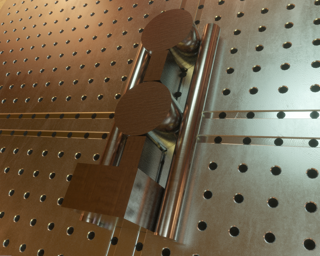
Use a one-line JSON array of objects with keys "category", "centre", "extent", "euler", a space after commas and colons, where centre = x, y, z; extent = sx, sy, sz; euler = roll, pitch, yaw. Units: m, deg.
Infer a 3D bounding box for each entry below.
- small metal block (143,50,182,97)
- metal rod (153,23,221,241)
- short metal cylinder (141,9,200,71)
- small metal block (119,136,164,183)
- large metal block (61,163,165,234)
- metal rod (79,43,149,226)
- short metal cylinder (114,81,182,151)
[{"category": "small metal block", "centre": [0.005, -0.072, 0.432], "extent": [0.025, 0.050, 0.050], "euler": [1, 62, 29]}, {"category": "metal rod", "centre": [0.041, -0.014, 0.394], "extent": [0.025, 0.025, 0.300], "euler": [1, 62, 29]}, {"category": "short metal cylinder", "centre": [0.019, -0.129, 0.461], "extent": [0.080, 0.050, 0.080], "euler": [-13, 56, 21]}, {"category": "small metal block", "centre": [-0.022, 0.043, 0.377], "extent": [0.025, 0.050, 0.050], "euler": [0, 62, 28]}, {"category": "large metal block", "centre": [-0.046, 0.080, 0.348], "extent": [0.080, 0.080, 0.050], "euler": [1, 62, 28]}, {"category": "metal rod", "centre": [-0.052, -0.014, 0.443], "extent": [0.025, 0.025, 0.300], "euler": [1, 62, 29]}, {"category": "short metal cylinder", "centre": [-0.012, -0.014, 0.407], "extent": [0.080, 0.050, 0.080], "euler": [-13, 56, 21]}]
